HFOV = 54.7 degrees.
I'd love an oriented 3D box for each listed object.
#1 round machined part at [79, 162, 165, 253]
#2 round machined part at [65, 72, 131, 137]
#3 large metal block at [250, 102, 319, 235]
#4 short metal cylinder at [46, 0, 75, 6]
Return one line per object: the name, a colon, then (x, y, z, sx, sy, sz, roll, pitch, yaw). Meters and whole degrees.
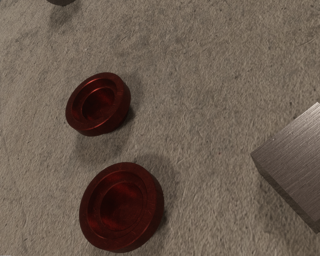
round machined part: (-0.039, 0.092, 0.356, 0.098, 0.042, 0.098, -13, 56, 20)
round machined part: (-0.085, -0.030, 0.454, 0.098, 0.042, 0.098, -13, 56, 20)
large metal block: (0.146, 0.037, 0.288, 0.080, 0.050, 0.080, -38, 51, 2)
short metal cylinder: (-0.221, -0.318, 0.676, 0.080, 0.080, 0.050, -22, 54, 15)
